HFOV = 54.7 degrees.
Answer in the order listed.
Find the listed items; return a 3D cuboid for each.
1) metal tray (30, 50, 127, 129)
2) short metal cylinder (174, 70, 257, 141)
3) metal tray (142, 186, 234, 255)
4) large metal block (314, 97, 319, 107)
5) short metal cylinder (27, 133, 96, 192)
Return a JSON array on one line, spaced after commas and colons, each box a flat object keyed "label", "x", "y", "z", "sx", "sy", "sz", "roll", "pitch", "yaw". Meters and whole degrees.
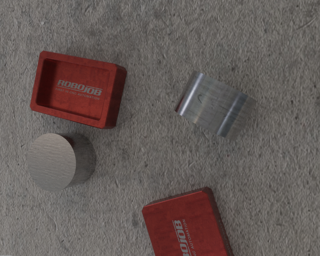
[{"label": "metal tray", "x": -0.120, "y": -0.056, "z": 0.448, "sx": 0.130, "sy": 0.030, "sz": 0.089, "roll": 14, "pitch": 95, "yaw": 19}, {"label": "short metal cylinder", "x": 0.063, "y": -0.026, "z": 0.357, "sx": 0.080, "sy": 0.080, "sz": 0.050, "roll": 29, "pitch": 100, "yaw": 17}, {"label": "metal tray", "x": 0.040, "y": 0.149, "z": 0.392, "sx": 0.090, "sy": 0.030, "sz": 0.129, "roll": -20, "pitch": 84, "yaw": 18}, {"label": "large metal block", "x": 0.223, "y": -0.033, "z": 0.317, "sx": 0.080, "sy": 0.050, "sz": 0.080, "roll": 43, "pitch": 103, "yaw": 15}, {"label": "short metal cylinder", "x": -0.140, "y": 0.047, "z": 0.445, "sx": 0.080, "sy": 0.050, "sz": 0.079, "roll": 0, "pitch": 90, "yaw": 20}]
